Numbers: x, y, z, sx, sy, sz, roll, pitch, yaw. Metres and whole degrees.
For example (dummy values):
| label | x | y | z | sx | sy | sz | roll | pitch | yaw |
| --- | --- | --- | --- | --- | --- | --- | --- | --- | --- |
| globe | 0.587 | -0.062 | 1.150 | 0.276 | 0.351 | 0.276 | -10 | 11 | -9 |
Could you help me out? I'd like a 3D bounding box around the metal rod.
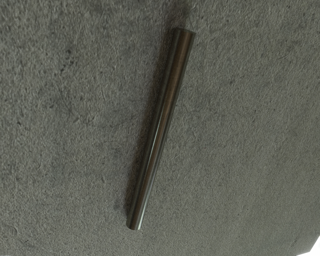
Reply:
| label | x | y | z | sx | sy | sz | roll | pitch | yaw |
| --- | --- | --- | --- | --- | --- | --- | --- | --- | --- |
| metal rod | -0.006 | 0.019 | 0.418 | 0.025 | 0.025 | 0.298 | 0 | 118 | -29 |
